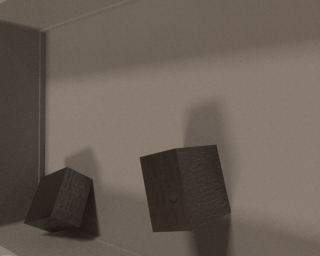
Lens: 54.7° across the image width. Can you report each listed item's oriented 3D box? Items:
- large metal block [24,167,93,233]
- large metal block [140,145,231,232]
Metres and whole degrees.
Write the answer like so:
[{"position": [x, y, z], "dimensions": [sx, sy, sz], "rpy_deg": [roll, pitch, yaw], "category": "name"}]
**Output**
[{"position": [-0.163, 0.117, 0.499], "dimensions": [0.080, 0.050, 0.080], "rpy_deg": [-23, 45, 37], "category": "large metal block"}, {"position": [0.030, 0.064, 0.345], "dimensions": [0.050, 0.081, 0.080], "rpy_deg": [-18, 79, 38], "category": "large metal block"}]
